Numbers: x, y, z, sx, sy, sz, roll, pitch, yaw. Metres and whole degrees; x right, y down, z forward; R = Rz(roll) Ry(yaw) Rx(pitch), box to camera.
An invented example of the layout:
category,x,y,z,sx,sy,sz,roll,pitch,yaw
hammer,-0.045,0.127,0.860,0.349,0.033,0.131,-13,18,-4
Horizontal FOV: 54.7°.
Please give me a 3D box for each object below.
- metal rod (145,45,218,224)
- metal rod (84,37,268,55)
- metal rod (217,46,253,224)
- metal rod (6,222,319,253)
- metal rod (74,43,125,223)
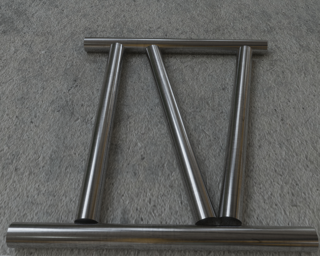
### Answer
category,x,y,z,sx,sy,sz,roll,pitch,yaw
metal rod,0.018,-0.014,0.416,0.025,0.025,0.300,-9,51,-8
metal rod,0.026,-0.138,0.521,0.302,0.025,0.025,1,50,0
metal rod,0.106,-0.014,0.416,0.025,0.025,0.300,10,51,8
metal rod,0.002,0.110,0.311,0.302,0.025,0.025,1,50,0
metal rod,-0.073,-0.016,0.416,0.025,0.025,0.300,1,50,0
